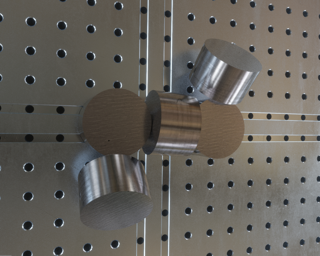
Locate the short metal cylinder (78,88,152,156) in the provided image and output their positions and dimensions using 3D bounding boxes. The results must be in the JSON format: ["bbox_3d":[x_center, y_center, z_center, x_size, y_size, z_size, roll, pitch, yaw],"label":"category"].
[{"bbox_3d":[-0.056,-0.006,0.378,0.081,0.050,0.079,0,90,-21],"label":"short metal cylinder"}]

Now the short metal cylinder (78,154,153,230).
[{"bbox_3d":[-0.052,0.076,0.359,0.081,0.050,0.080,-10,137,-9],"label":"short metal cylinder"}]

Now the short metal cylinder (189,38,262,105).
[{"bbox_3d":[0.085,-0.075,0.409,0.081,0.080,0.050,9,129,-20],"label":"short metal cylinder"}]

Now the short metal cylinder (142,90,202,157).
[{"bbox_3d":[0.011,-0.005,0.388,0.050,0.080,0.080,5,88,-20],"label":"short metal cylinder"}]

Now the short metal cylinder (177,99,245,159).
[{"bbox_3d":[0.067,0.000,0.425,0.081,0.050,0.079,0,90,-21],"label":"short metal cylinder"}]
